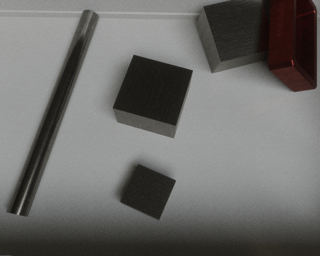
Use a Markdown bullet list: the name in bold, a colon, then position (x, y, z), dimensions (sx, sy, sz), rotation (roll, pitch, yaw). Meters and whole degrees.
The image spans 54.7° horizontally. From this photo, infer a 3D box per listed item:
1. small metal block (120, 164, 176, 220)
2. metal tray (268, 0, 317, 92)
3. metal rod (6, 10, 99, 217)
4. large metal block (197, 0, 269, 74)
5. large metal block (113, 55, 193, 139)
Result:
- **small metal block**: position (-0.014, 0.079, 0.381), dimensions (0.050, 0.025, 0.050), rotation (23, 71, 7)
- **metal tray**: position (0.181, -0.124, 0.417), dimensions (0.030, 0.090, 0.129), rotation (-6, 71, 43)
- **metal rod**: position (-0.138, -0.034, 0.420), dimensions (0.025, 0.025, 0.299), rotation (12, 70, 4)
- **large metal block**: position (0.106, -0.131, 0.437), dimensions (0.081, 0.050, 0.080), rotation (-15, 84, -6)
- **large metal block**: position (-0.008, -0.041, 0.411), dimensions (0.080, 0.050, 0.080), rotation (16, 71, 5)
